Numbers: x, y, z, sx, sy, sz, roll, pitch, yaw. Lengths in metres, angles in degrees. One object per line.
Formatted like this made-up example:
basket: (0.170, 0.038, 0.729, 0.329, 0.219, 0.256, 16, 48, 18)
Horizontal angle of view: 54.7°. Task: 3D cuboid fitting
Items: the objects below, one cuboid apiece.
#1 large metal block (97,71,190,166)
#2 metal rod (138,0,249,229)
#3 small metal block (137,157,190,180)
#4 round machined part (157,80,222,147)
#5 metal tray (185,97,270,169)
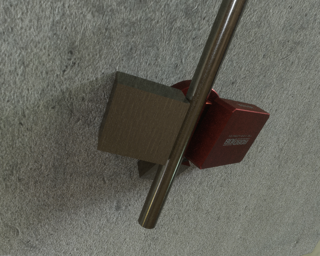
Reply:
large metal block: (-0.022, -0.011, 0.359, 0.081, 0.050, 0.079, 15, 112, -15)
metal rod: (0.031, -0.005, 0.368, 0.025, 0.025, 0.298, 8, 112, -32)
small metal block: (0.005, 0.050, 0.429, 0.050, 0.025, 0.050, 17, 135, -35)
round machined part: (0.042, -0.011, 0.413, 0.099, 0.042, 0.097, -14, 124, -21)
metal tray: (0.098, 0.008, 0.435, 0.131, 0.030, 0.089, 2, 121, -52)
